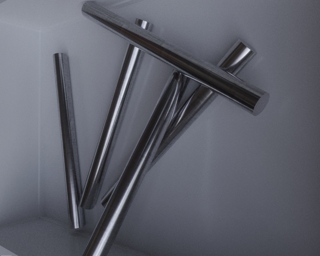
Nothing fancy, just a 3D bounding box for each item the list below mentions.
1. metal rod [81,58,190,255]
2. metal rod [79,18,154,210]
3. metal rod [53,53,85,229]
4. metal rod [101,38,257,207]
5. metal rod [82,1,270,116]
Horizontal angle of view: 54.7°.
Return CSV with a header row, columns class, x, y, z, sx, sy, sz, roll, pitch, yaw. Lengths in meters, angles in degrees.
class,x,y,z,sx,sy,sz,roll,pitch,yaw
metal rod,-0.029,0.051,0.351,0.025,0.025,0.299,17,76,38
metal rod,-0.069,-0.010,0.461,0.025,0.025,0.298,31,109,35
metal rod,-0.158,0.018,0.533,0.025,0.025,0.298,-12,82,39
metal rod,0.008,0.013,0.398,0.298,0.025,0.025,-49,61,28
metal rod,-0.004,-0.098,0.374,0.300,0.025,0.025,37,113,33
